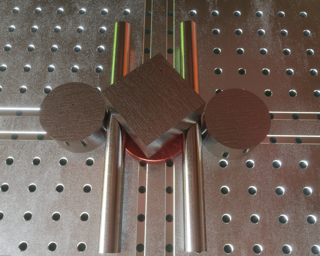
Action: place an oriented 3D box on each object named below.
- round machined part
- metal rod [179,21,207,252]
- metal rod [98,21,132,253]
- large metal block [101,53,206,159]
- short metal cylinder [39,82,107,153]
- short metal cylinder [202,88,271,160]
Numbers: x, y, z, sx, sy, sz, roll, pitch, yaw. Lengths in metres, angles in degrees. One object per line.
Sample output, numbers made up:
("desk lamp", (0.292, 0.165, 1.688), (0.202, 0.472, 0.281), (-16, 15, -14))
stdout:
("round machined part", (-0.007, -0.004, 0.405), (0.099, 0.042, 0.098), (0, 70, 0))
("metal rod", (0.039, -0.005, 0.391), (0.025, 0.025, 0.299), (0, 70, 0))
("metal rod", (-0.054, -0.004, 0.390), (0.025, 0.025, 0.299), (1, 70, 0))
("large metal block", (-0.007, -0.025, 0.357), (0.080, 0.050, 0.080), (-36, 74, -12))
("short metal cylinder", (-0.107, -0.012, 0.402), (0.081, 0.050, 0.080), (0, 70, 0))
("short metal cylinder", (0.094, -0.004, 0.400), (0.081, 0.050, 0.080), (0, 70, 0))
